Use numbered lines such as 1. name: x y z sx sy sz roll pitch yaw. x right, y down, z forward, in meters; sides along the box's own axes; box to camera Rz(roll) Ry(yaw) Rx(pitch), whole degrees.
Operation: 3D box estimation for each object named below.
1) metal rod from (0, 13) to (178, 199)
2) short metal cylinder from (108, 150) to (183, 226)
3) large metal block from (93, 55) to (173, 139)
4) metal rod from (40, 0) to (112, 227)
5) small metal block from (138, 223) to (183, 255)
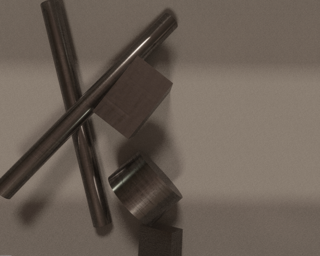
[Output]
1. metal rod: -0.086 -0.034 0.388 0.025 0.025 0.300 43 81 0
2. short metal cylinder: -0.018 0.073 0.384 0.050 0.080 0.080 -43 91 0
3. large metal block: -0.030 -0.034 0.384 0.050 0.080 0.080 39 90 -1
4. metal rod: -0.110 -0.018 0.409 0.025 0.025 0.298 -13 90 0
5. small metal block: 0.000 0.153 0.398 0.050 0.025 0.050 1 86 36
